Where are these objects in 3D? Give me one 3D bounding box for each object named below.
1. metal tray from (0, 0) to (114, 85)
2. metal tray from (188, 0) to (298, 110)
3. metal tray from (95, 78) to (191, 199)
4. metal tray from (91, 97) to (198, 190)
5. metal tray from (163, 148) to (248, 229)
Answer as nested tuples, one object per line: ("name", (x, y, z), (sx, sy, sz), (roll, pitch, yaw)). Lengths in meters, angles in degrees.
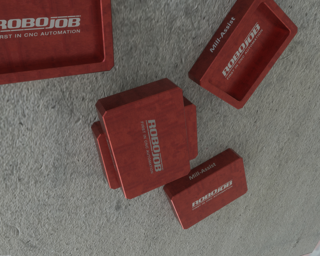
("metal tray", (-0.111, -0.092, 0.285), (0.131, 0.030, 0.089), (-12, 124, -22))
("metal tray", (0.108, -0.098, 0.401), (0.090, 0.030, 0.129), (25, 105, -37))
("metal tray", (-0.015, 0.015, 0.365), (0.091, 0.030, 0.129), (-21, 126, -16))
("metal tray", (-0.015, 0.018, 0.407), (0.131, 0.030, 0.089), (-19, 126, -18))
("metal tray", (0.078, 0.100, 0.508), (0.131, 0.030, 0.090), (-28, 128, -11))
